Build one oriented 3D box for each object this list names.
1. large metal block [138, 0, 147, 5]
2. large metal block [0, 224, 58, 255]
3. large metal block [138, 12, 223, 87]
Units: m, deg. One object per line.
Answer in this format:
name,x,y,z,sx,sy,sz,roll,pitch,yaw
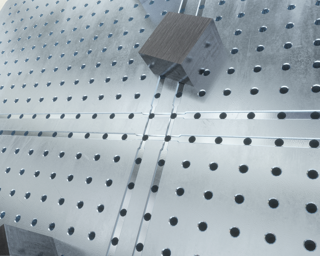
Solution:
large metal block,-0.030,-0.295,0.590,0.080,0.050,0.080,-37,51,4
large metal block,-0.179,0.167,0.366,0.080,0.080,0.050,-39,51,2
large metal block,0.030,-0.116,0.448,0.080,0.050,0.080,25,75,37
